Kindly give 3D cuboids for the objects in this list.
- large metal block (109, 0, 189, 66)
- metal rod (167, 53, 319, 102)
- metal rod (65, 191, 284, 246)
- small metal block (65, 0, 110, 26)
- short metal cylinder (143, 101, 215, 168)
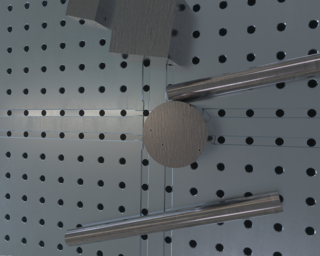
[{"bbox_3d":[-0.013,-0.130,0.404,0.080,0.050,0.079,10,93,19],"label":"large metal block"},{"bbox_3d":[0.153,-0.067,0.358,0.301,0.025,0.025,-10,87,19],"label":"metal rod"},{"bbox_3d":[0.004,0.125,0.410,0.301,0.025,0.025,-16,85,19],"label":"metal rod"},{"bbox_3d":[-0.103,-0.181,0.449,0.050,0.025,0.050,17,96,19],"label":"small metal block"},{"bbox_3d":[0.025,0.008,0.390,0.080,0.050,0.079,0,90,20],"label":"short metal cylinder"}]
